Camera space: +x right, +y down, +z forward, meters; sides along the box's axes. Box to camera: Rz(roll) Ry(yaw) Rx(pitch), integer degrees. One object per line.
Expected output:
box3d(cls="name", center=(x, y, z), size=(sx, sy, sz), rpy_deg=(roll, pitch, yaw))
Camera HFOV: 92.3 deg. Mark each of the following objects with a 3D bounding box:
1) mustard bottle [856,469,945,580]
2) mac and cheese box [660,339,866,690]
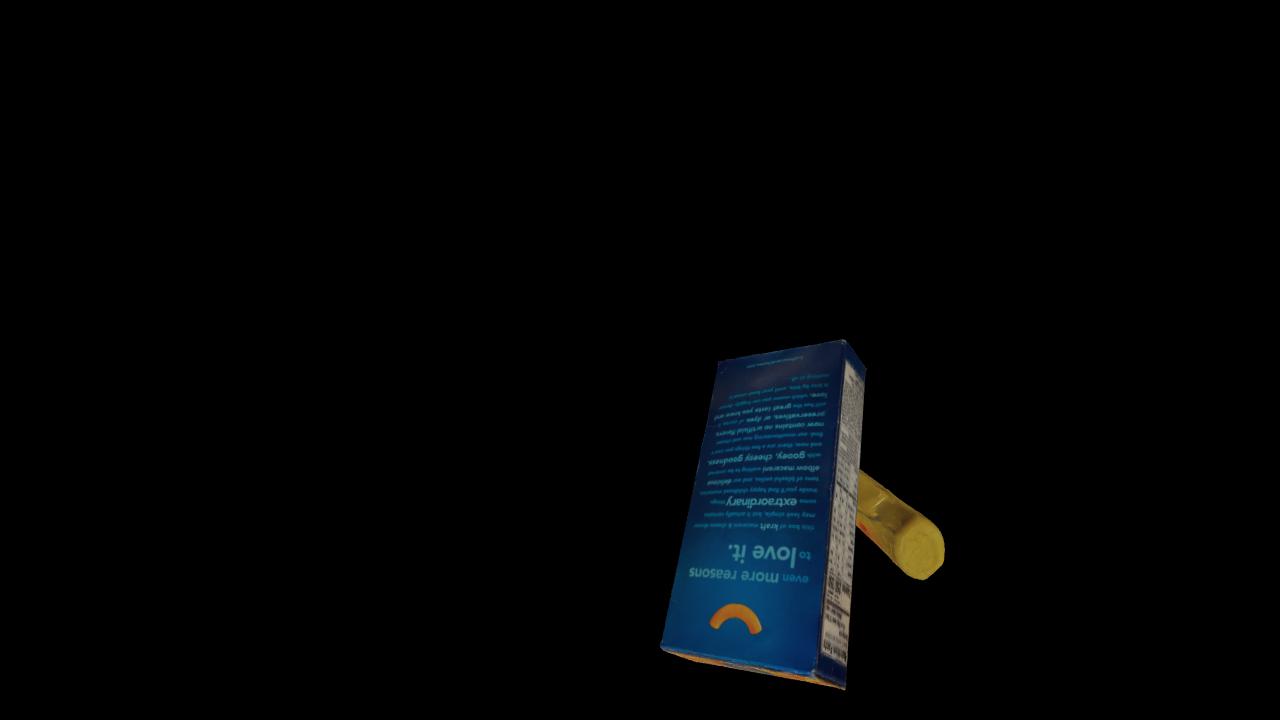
box3d(cls="mustard bottle", center=(0.243, 0.153, 0.676), size=(0.092, 0.054, 0.184), rpy_deg=(45, 0, -30))
box3d(cls="mac and cheese box", center=(0.076, 0.079, 0.355), size=(0.093, 0.184, 0.041), rpy_deg=(-11, -38, 39))
